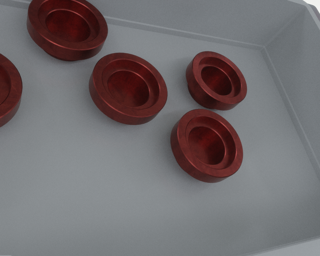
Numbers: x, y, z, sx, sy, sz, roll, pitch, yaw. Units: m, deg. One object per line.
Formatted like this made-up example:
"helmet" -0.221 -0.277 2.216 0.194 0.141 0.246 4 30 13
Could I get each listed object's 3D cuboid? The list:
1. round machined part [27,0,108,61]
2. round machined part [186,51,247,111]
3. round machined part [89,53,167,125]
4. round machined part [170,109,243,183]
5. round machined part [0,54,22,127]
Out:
"round machined part" -0.122 -0.127 0.407 0.099 0.042 0.098 14 56 -21
"round machined part" 0.083 -0.068 0.483 0.099 0.042 0.098 14 56 -21
"round machined part" -0.043 -0.046 0.401 0.099 0.042 0.098 14 56 -21
"round machined part" 0.057 0.027 0.411 0.099 0.042 0.098 14 56 -21
"round machined part" -0.194 -0.035 0.312 0.099 0.042 0.098 14 56 -21
